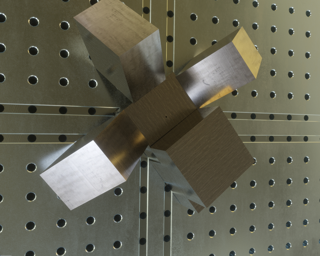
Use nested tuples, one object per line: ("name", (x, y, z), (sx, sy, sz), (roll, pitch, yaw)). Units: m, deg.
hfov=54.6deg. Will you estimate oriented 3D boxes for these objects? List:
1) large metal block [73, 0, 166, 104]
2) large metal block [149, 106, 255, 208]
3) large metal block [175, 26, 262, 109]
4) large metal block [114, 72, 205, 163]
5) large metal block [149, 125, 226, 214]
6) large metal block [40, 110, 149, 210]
("large metal block", (-0.042, -0.088, 0.351), (0.050, 0.080, 0.080), (-40, 64, -15))
("large metal block", (0.049, 0.031, 0.363), (0.080, 0.050, 0.080), (-39, 103, -17))
("large metal block", (0.077, -0.077, 0.395), (0.050, 0.080, 0.080), (54, 34, -12))
("large metal block", (0.001, -0.013, 0.399), (0.080, 0.050, 0.080), (-40, 103, -16))
("large metal block", (0.047, 0.052, 0.416), (0.080, 0.050, 0.080), (-39, 101, -17))
("large metal block", (-0.068, 0.033, 0.342), (0.080, 0.080, 0.050), (-31, 103, 25))
